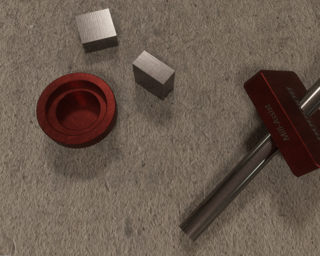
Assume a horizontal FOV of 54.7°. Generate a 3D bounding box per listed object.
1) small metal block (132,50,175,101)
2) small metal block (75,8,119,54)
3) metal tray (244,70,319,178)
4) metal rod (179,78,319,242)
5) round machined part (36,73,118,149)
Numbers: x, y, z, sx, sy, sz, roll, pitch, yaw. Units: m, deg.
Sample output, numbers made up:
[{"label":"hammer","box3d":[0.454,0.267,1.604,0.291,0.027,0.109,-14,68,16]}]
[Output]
[{"label":"small metal block","box3d":[-0.008,-0.070,0.420,0.050,0.050,0.025,36,74,11]},{"label":"small metal block","box3d":[-0.093,-0.144,0.460,0.050,0.025,0.050,-16,71,-6]},{"label":"metal tray","box3d":[0.169,-0.011,0.387,0.091,0.030,0.130,-7,66,-41]},{"label":"metal rod","box3d":[0.137,0.019,0.381,0.300,0.025,0.025,-45,76,-7]},{"label":"round machined part","box3d":[-0.104,-0.020,0.405,0.099,0.042,0.098,0,70,-1]}]
